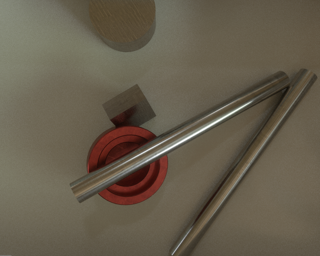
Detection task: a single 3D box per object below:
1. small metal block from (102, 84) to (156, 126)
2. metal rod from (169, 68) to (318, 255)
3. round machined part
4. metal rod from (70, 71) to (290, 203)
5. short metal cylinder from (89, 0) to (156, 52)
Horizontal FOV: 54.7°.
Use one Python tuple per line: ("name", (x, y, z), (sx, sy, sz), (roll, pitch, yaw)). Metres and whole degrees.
("small metal block", (-0.038, -0.022, 0.395), (0.050, 0.050, 0.025), (-31, 63, 0))
("metal rod", (0.111, 0.049, 0.412), (0.025, 0.025, 0.299), (36, 90, -1))
("round machined part", (-0.043, 0.044, 0.393), (0.099, 0.042, 0.097), (-2, 96, -18))
("metal rod", (0.035, 0.004, 0.379), (0.302, 0.025, 0.025), (-28, 90, -14))
("short metal cylinder", (-0.046, -0.143, 0.398), (0.081, 0.050, 0.079), (0, 90, -1))
